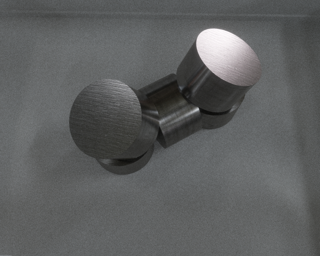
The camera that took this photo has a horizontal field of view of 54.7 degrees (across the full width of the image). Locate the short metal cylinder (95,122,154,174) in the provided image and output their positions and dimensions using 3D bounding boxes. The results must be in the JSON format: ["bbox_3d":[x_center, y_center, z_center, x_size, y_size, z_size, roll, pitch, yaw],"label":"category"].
[{"bbox_3d":[-0.048,0.014,0.389,0.081,0.050,0.080,0,70,0],"label":"short metal cylinder"}]

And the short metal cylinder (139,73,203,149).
[{"bbox_3d":[0.010,-0.021,0.386,0.050,0.080,0.080,-28,73,-10],"label":"short metal cylinder"}]

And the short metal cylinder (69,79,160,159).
[{"bbox_3d":[-0.047,-0.007,0.328,0.080,0.050,0.080,-2,83,19],"label":"short metal cylinder"}]

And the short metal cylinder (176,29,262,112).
[{"bbox_3d":[0.066,-0.065,0.350,0.081,0.050,0.080,12,55,-18],"label":"short metal cylinder"}]

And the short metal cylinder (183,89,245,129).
[{"bbox_3d":[0.068,-0.044,0.412,0.081,0.050,0.080,0,70,0],"label":"short metal cylinder"}]
